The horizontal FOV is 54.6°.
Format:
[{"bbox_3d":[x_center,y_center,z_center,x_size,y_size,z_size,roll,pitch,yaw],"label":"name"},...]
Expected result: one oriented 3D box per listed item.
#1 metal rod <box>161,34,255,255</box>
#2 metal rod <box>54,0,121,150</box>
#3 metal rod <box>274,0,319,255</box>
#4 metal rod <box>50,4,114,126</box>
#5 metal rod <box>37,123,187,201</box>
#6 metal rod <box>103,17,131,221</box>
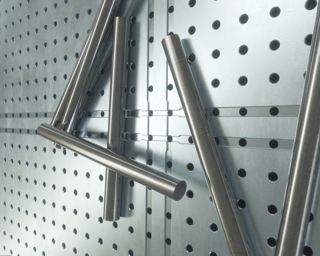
[{"bbox_3d":[0.056,0.026,0.364,0.025,0.025,0.299,-27,73,37],"label":"metal rod"},{"bbox_3d":[-0.118,-0.090,0.496,0.025,0.025,0.298,43,120,31],"label":"metal rod"},{"bbox_3d":[0.140,0.017,0.293,0.025,0.025,0.298,12,98,39],"label":"metal rod"},{"bbox_3d":[-0.122,-0.114,0.511,0.025,0.025,0.298,45,117,30],"label":"metal rod"},{"bbox_3d":[-0.090,0.038,0.450,0.300,0.025,0.025,17,101,38],"label":"metal rod"},{"bbox_3d":[-0.065,-0.011,0.463,0.025,0.025,0.298,6,94,40],"label":"metal rod"}]
